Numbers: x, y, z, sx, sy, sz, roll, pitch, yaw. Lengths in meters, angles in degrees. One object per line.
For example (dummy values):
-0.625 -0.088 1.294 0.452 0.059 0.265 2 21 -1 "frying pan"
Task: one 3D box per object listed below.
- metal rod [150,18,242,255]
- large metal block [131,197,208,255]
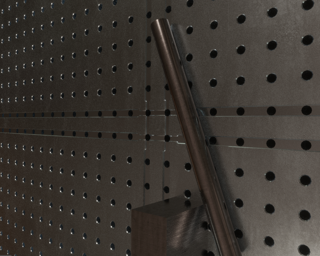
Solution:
0.039 0.003 0.375 0.025 0.025 0.299 -25 74 37 "metal rod"
0.013 0.131 0.361 0.050 0.081 0.079 0 90 40 "large metal block"
